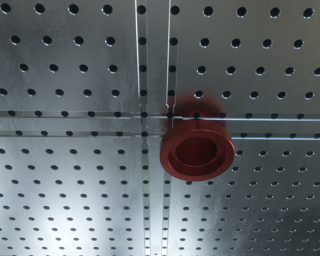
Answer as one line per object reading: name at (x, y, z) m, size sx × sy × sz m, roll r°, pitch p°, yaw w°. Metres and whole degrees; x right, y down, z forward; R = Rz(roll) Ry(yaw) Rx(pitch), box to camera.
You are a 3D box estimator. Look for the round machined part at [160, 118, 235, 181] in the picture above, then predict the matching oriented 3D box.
round machined part at (0.049, 0.025, 0.422) m, size 0.099 × 0.042 × 0.097 m, roll 0°, pitch 130°, yaw 0°
